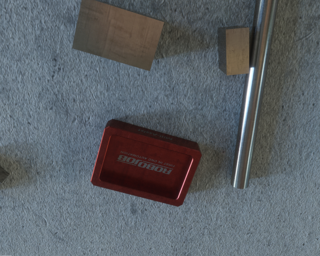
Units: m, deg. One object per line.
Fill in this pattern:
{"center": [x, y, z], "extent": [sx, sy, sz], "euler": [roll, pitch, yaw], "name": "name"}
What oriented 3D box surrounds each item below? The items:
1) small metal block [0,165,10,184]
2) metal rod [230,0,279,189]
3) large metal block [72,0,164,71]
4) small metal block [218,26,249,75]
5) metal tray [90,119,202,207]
{"center": [-0.251, 0.066, 0.431], "extent": [0.050, 0.025, 0.050], "euler": [-35, 107, 11], "name": "small metal block"}
{"center": [0.120, -0.059, 0.389], "extent": [0.025, 0.025, 0.298], "euler": [2, 110, -1], "name": "metal rod"}
{"center": [-0.042, -0.105, 0.341], "extent": [0.080, 0.080, 0.050], "euler": [15, 109, -6], "name": "large metal block"}
{"center": [0.085, -0.092, 0.364], "extent": [0.025, 0.050, 0.050], "euler": [-5, 110, 2], "name": "small metal block"}
{"center": [-0.019, 0.049, 0.424], "extent": [0.131, 0.030, 0.089], "euler": [16, 109, -7], "name": "metal tray"}
